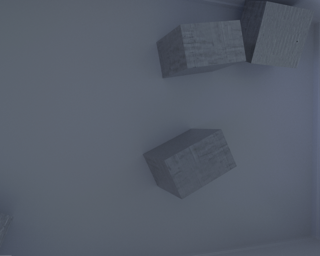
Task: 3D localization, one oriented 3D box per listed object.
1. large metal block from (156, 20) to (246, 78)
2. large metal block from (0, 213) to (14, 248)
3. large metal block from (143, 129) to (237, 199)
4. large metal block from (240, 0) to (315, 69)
[{"bbox_3d":[0.050,-0.100,0.401,0.081,0.080,0.050,-11,94,-20],"label":"large metal block"},{"bbox_3d":[-0.206,0.118,0.309,0.080,0.050,0.080,25,62,-19],"label":"large metal block"},{"bbox_3d":[0.035,0.041,0.395,0.081,0.080,0.050,-27,99,-18],"label":"large metal block"},{"bbox_3d":[0.160,-0.134,0.444,0.081,0.050,0.079,1,112,-20],"label":"large metal block"}]
